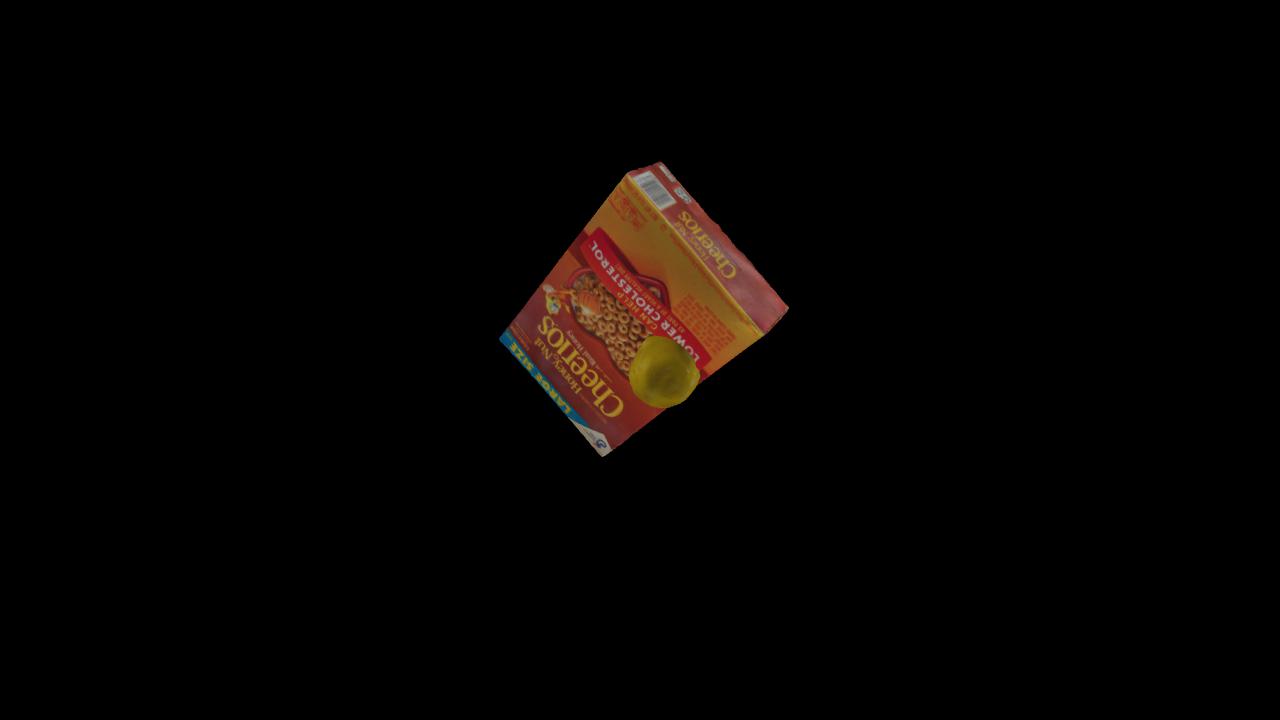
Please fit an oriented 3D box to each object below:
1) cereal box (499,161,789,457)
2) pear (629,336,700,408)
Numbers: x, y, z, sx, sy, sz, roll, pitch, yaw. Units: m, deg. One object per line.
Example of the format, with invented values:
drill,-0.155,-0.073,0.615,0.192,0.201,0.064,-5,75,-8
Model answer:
cereal box,-0.014,-0.038,0.692,0.306,0.203,0.081,-41,-1,42
pear,0.024,0.001,0.660,0.080,0.080,0.111,0,27,-7
